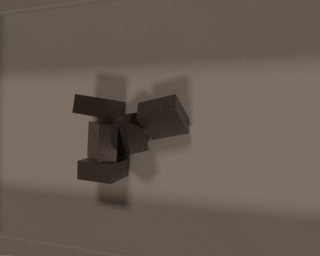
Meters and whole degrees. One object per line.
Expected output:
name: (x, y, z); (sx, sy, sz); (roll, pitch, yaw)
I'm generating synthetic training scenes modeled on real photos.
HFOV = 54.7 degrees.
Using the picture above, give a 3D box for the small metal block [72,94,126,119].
small metal block: (-0.082, -0.029, 0.425); (0.050, 0.050, 0.025); (10, 94, 19)

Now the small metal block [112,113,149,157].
small metal block: (-0.040, 0.010, 0.409); (0.025, 0.050, 0.050); (-10, 85, -25)

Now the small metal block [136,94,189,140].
small metal block: (0.005, -0.012, 0.392); (0.050, 0.050, 0.025); (-12, 52, 19)

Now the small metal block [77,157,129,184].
small metal block: (-0.076, 0.055, 0.422); (0.050, 0.050, 0.025); (4, 95, 19)

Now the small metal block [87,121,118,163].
small metal block: (-0.079, 0.018, 0.422); (0.050, 0.025, 0.050); (10, 98, 61)
